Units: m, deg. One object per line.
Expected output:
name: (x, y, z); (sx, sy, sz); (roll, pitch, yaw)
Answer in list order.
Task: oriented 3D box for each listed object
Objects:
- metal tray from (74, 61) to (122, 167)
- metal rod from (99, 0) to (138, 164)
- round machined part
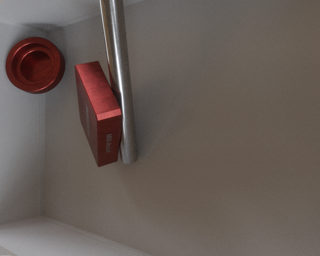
metal tray: (-0.085, -0.015, 0.424); (0.090, 0.030, 0.129); (63, 157, 27)
metal rod: (-0.049, -0.080, 0.360); (0.025, 0.025, 0.298); (27, 134, 36)
round machined part: (-0.216, -0.108, 0.551); (0.099, 0.042, 0.097); (-1, 82, 4)
